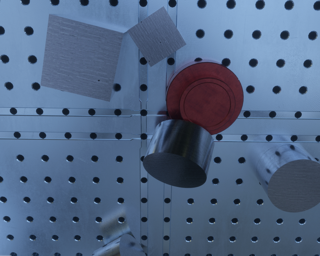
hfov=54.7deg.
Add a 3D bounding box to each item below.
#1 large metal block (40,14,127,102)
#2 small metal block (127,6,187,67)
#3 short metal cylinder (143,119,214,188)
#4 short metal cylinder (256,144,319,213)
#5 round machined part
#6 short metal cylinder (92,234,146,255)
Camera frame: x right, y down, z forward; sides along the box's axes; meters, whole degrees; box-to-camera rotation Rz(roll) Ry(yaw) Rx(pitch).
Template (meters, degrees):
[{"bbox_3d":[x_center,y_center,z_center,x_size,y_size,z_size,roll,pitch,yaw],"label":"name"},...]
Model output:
[{"bbox_3d":[-0.088,-0.084,0.368,0.080,0.050,0.079,13,110,-5],"label":"large metal block"},{"bbox_3d":[-0.003,-0.110,0.373,0.050,0.025,0.050,-31,107,10],"label":"small metal block"},{"bbox_3d":[0.024,0.034,0.392,0.080,0.050,0.080,13,144,10],"label":"short metal cylinder"},{"bbox_3d":[0.180,0.068,0.426,0.081,0.050,0.079,0,110,0],"label":"short metal cylinder"},{"bbox_3d":[0.057,-0.034,0.392,0.099,0.042,0.097,0,110,0],"label":"round machined part"},{"bbox_3d":[-0.057,0.207,0.460,0.050,0.080,0.080,-31,107,11],"label":"short metal cylinder"}]
